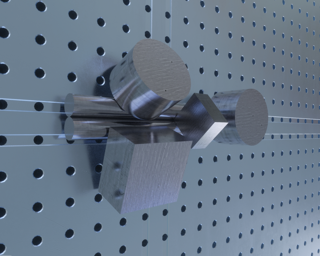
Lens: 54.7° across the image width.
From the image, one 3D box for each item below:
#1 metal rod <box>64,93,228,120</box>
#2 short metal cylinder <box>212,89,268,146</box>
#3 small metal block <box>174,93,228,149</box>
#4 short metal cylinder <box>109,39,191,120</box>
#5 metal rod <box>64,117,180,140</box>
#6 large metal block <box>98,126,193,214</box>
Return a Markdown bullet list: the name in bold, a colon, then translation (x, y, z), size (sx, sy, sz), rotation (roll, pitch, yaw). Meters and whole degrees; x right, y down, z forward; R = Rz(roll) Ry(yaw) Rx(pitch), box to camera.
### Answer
- **metal rod**: translation (0.020, -0.023, 0.422), size (0.302, 0.025, 0.025), rotation (1, 90, -40)
- **short metal cylinder**: translation (0.113, -0.015, 0.451), size (0.081, 0.050, 0.079), rotation (0, 90, -40)
- **small metal block**: translation (0.051, -0.009, 0.394), size (0.025, 0.050, 0.050), rotation (1, 47, -40)
- **short metal cylinder**: translation (-0.011, -0.056, 0.361), size (0.080, 0.050, 0.080), rotation (21, 54, -31)
- **metal rod**: translation (0.020, 0.002, 0.422), size (0.302, 0.025, 0.025), rotation (1, 90, -40)
- **large metal block**: translation (-0.017, 0.044, 0.356), size (0.081, 0.050, 0.079), rotation (-1, 111, -40)
